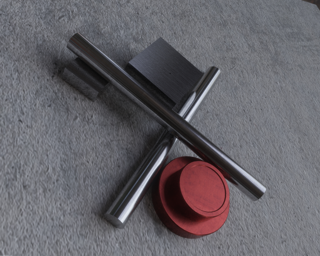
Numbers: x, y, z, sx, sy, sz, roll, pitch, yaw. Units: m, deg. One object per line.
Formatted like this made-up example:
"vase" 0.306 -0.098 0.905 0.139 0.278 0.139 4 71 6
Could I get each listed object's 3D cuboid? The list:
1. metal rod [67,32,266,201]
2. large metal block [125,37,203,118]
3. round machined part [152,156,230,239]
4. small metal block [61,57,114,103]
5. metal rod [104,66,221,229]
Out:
"metal rod" 0.009 -0.013 0.387 0.300 0.025 0.025 40 51 -2
"large metal block" 0.000 -0.068 0.434 0.080 0.050 0.080 41 51 -1
"round machined part" 0.043 0.078 0.371 0.099 0.042 0.098 14 56 -21
"small metal block" -0.089 -0.069 0.401 0.050 0.025 0.050 37 51 -4
"metal rod" 0.021 0.003 0.418 0.025 0.025 0.301 38 51 -3
